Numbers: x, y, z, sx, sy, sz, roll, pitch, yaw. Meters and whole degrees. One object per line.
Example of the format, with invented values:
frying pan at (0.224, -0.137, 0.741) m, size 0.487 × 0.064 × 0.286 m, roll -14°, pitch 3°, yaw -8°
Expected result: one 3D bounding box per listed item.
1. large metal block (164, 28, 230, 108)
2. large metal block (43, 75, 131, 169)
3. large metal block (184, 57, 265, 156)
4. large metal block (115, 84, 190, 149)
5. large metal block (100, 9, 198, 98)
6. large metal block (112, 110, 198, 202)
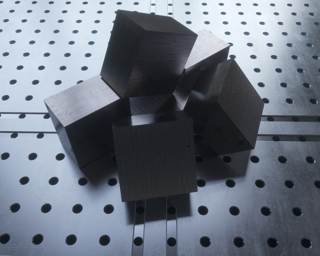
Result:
large metal block at (0.047, -0.081, 0.441) m, size 0.080 × 0.080 × 0.050 m, roll -32°, pitch 57°, yaw -24°
large metal block at (-0.082, -0.010, 0.378) m, size 0.080 × 0.080 × 0.050 m, roll -31°, pitch 57°, yaw -23°
large metal block at (0.082, -0.025, 0.384) m, size 0.050 × 0.080 × 0.080 m, roll -17°, pitch 36°, yaw 42°
large metal block at (-0.007, -0.024, 0.413) m, size 0.080 × 0.050 × 0.080 m, roll -32°, pitch 57°, yaw -24°
large metal block at (-0.014, -0.085, 0.362) m, size 0.081 × 0.079 × 0.050 m, roll -12°, pitch 46°, yaw -43°
large metal block at (-0.006, 0.028, 0.339) m, size 0.080 × 0.080 × 0.050 m, roll -7°, pitch 14°, yaw -6°
